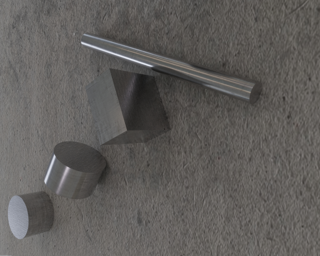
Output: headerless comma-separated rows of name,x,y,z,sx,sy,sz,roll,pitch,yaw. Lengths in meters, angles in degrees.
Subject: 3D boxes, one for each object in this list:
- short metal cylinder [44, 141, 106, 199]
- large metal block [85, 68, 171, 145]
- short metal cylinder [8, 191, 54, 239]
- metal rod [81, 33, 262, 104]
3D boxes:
short metal cylinder,-0.130,0.063,0.477,0.080,0.081,0.050,40,114,32
large metal block,-0.041,-0.025,0.403,0.050,0.081,0.080,-28,73,37
short metal cylinder,-0.248,0.165,0.593,0.080,0.050,0.080,0,90,40
metal rod,-0.009,-0.089,0.411,0.300,0.025,0.025,26,106,37
